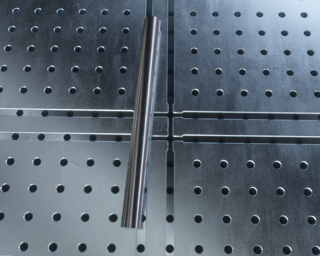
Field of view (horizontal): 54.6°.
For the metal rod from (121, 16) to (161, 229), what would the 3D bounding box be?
[{"bbox_3d":[-0.023,-0.021,0.419,0.025,0.025,0.299,4,70,1],"label":"metal rod"}]
